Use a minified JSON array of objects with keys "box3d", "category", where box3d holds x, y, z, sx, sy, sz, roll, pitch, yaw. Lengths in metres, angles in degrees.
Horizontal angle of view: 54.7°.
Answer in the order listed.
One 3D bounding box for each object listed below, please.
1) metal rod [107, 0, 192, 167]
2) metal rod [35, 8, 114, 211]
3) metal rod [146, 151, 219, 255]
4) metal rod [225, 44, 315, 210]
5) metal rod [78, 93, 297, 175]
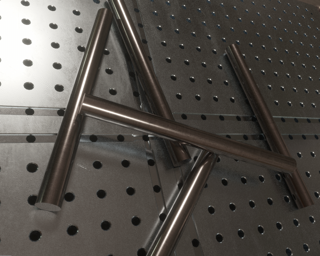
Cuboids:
[{"box3d":[-0.023,-0.086,0.449,0.025,0.025,0.299,-9,66,-32],"category":"metal rod"},{"box3d":[-0.096,-0.047,0.385,0.025,0.025,0.300,19,54,-18],"category":"metal rod"},{"box3d":[0.011,0.117,0.343,0.025,0.025,0.301,38,51,-3],"category":"metal rod"},{"box3d":[0.174,-0.015,0.513,0.025,0.025,0.299,-4,64,-30],"category":"metal rod"},{"box3d":[0.050,0.014,0.394,0.302,0.025,0.025,17,55,-19],"category":"metal rod"}]
